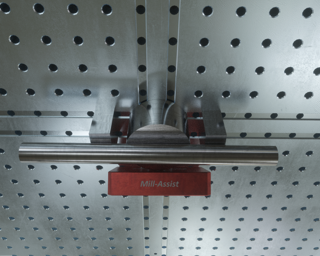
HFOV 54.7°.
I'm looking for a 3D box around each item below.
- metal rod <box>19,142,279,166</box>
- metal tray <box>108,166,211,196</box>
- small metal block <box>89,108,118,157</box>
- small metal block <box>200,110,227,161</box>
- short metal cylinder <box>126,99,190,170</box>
[{"bbox_3d":[-0.013,0.031,0.372,0.302,0.025,0.025,1,130,-1],"label":"metal rod"},{"bbox_3d":[-0.001,0.072,0.433,0.131,0.090,0.030,0,87,-1],"label":"metal tray"},{"bbox_3d":[-0.072,0.009,0.403,0.025,0.050,0.050,-1,130,0],"label":"small metal block"},{"bbox_3d":[0.068,0.012,0.406,0.025,0.050,0.050,-1,130,0],"label":"small metal block"},{"bbox_3d":[-0.002,0.010,0.403,0.081,0.050,0.079,0,130,0],"label":"short metal cylinder"}]
